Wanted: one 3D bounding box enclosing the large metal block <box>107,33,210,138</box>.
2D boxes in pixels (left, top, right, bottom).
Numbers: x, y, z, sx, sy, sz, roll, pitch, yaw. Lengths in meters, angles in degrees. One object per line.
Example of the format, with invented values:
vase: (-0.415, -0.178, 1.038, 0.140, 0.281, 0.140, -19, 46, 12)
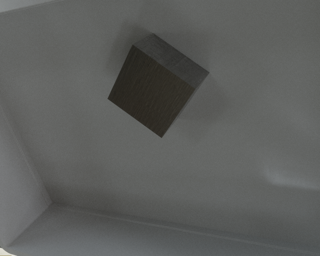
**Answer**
large metal block: (-0.003, -0.049, 0.362, 0.080, 0.050, 0.079, 36, 129, 3)
